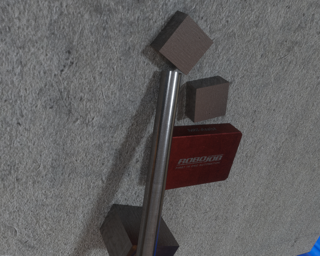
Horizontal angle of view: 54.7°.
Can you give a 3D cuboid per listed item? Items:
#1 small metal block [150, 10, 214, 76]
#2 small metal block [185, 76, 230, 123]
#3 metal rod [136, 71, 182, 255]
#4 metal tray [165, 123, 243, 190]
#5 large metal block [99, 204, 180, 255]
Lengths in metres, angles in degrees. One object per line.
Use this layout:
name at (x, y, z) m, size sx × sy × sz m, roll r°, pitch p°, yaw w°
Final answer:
small metal block at (0.026, -0.098, 0.362) m, size 0.050 × 0.025 × 0.050 m, roll 34°, pitch 99°, yaw -39°
small metal block at (0.063, -0.039, 0.419) m, size 0.050 × 0.025 × 0.050 m, roll -14°, pitch 124°, yaw -21°
metal rod at (-0.007, 0.080, 0.386) m, size 0.025 × 0.025 × 0.298 m, roll 6°, pitch 94°, yaw -31°
metal tray at (0.052, 0.041, 0.460) m, size 0.131 × 0.030 × 0.089 m, roll -3°, pitch 120°, yaw -27°
large metal block at (-0.032, 0.161, 0.455) m, size 0.081 × 0.080 × 0.050 m, roll 17°, pitch 110°, yaw -35°
